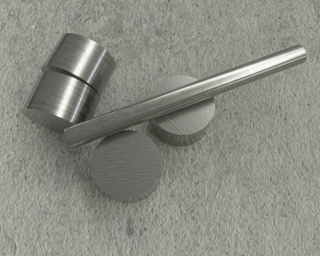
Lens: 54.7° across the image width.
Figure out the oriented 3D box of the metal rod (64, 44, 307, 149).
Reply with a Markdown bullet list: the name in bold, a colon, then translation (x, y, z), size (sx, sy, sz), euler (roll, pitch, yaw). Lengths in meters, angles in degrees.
- **metal rod**: translation (0.036, -0.041, 0.370), size (0.302, 0.025, 0.025), euler (-21, 72, -8)

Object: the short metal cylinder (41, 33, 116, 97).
- **short metal cylinder**: translation (-0.105, -0.078, 0.407), size (0.080, 0.080, 0.050), euler (21, 72, 7)

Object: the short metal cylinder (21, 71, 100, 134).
- **short metal cylinder**: translation (-0.122, -0.028, 0.388), size (0.080, 0.080, 0.050), euler (15, 71, 5)

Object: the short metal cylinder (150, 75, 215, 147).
- **short metal cylinder**: translation (0.027, -0.021, 0.403), size (0.081, 0.050, 0.080), euler (0, 70, 0)

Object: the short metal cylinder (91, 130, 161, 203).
- **short metal cylinder**: translation (-0.039, 0.048, 0.377), size (0.081, 0.050, 0.080), euler (0, 70, 0)
